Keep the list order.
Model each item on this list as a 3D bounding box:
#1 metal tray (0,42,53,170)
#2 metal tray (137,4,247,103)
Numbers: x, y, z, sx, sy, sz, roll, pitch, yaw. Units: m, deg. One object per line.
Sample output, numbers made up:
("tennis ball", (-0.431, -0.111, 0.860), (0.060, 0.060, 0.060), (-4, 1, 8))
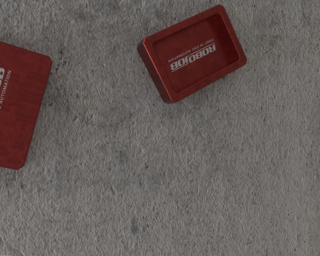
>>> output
("metal tray", (-0.180, -0.027, 0.340), (0.091, 0.030, 0.129), (15, 85, -20))
("metal tray", (0.046, -0.101, 0.422), (0.131, 0.030, 0.090), (-30, 100, -18))
